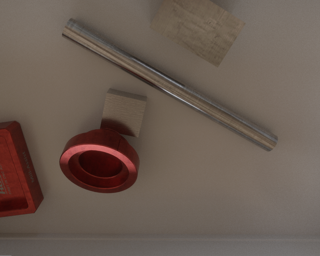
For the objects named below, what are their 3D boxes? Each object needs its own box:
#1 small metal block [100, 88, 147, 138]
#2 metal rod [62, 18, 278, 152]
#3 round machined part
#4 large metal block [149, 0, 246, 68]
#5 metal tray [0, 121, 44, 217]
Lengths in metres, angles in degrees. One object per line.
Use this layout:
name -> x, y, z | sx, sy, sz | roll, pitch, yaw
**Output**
small metal block -> -0.047, -0.020, 0.403 | 0.050, 0.025, 0.050 | 12, 110, -5
metal rod -> 0.021, -0.049, 0.393 | 0.301, 0.025, 0.025 | 28, 108, -11
round machined part -> -0.075, 0.039, 0.404 | 0.099, 0.042, 0.097 | 3, 133, 4
large metal block -> 0.037, -0.114, 0.340 | 0.080, 0.080, 0.050 | 28, 108, -10
metal tray -> -0.226, 0.060, 0.427 | 0.091, 0.030, 0.129 | -8, 110, 2
